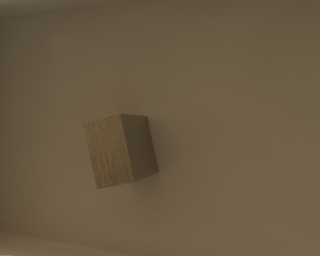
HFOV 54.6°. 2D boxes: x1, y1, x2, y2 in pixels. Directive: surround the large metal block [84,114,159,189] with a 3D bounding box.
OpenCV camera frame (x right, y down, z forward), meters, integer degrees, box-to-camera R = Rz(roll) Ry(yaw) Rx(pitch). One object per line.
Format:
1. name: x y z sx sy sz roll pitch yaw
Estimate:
1. large metal block: -0.046 0.028 0.398 0.050 0.080 0.080 -14 85 19
